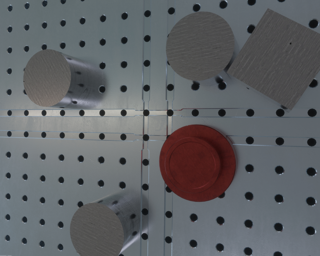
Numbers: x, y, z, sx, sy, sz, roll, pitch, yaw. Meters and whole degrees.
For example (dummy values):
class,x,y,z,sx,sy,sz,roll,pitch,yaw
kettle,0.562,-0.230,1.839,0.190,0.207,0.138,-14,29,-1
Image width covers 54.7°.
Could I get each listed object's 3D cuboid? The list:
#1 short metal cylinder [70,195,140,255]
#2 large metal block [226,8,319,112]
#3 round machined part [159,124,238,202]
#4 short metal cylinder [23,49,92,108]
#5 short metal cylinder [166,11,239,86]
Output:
class,x,y,z,sx,sy,sz,roll,pitch,yaw
short metal cylinder,-0.074,0.137,0.425,0.080,0.050,0.079,0,90,20
large metal block,0.135,-0.074,0.351,0.080,0.050,0.080,35,101,16
round machined part,0.045,0.044,0.388,0.098,0.042,0.097,0,90,20
short metal cylinder,-0.148,-0.069,0.452,0.080,0.050,0.079,0,90,20
short metal cylinder,0.054,-0.094,0.380,0.080,0.050,0.079,0,90,20
